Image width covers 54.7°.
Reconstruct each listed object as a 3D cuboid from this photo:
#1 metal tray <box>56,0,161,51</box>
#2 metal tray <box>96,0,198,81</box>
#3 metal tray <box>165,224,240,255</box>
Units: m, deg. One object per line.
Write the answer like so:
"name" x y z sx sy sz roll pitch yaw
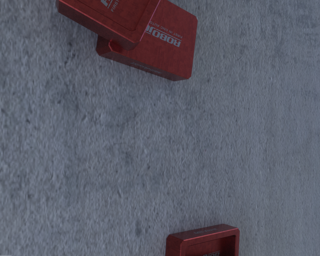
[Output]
"metal tray" -0.040 -0.161 0.329 0.090 0.030 0.130 27 78 -16
"metal tray" -0.011 -0.119 0.394 0.131 0.030 0.090 12 83 -40
"metal tray" 0.065 0.198 0.459 0.131 0.030 0.089 6 86 -40
